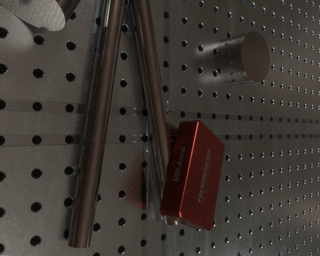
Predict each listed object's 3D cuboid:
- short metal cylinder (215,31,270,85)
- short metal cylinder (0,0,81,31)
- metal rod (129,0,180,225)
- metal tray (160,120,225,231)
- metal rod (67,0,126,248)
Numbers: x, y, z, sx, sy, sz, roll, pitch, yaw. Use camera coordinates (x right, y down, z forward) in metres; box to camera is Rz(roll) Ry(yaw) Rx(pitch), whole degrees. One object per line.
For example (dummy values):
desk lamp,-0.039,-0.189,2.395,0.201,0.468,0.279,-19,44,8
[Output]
short metal cylinder,0.137,-0.113,0.510,0.081,0.050,0.079,0,91,-40
short metal cylinder,-0.111,-0.135,0.281,0.080,0.080,0.050,37,67,-34
metal rod,-0.003,-0.017,0.408,0.025,0.025,0.298,-15,100,-39
metal tray,0.049,0.065,0.426,0.090,0.030,0.130,40,56,-46
metal rod,-0.069,-0.020,0.352,0.025,0.025,0.298,12,82,-40
